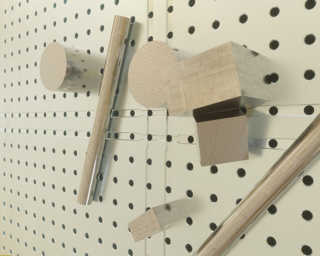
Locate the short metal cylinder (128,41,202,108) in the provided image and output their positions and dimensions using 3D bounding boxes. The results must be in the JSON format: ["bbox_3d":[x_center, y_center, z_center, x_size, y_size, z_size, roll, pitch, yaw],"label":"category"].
[{"bbox_3d":[0.006,-0.064,0.388,0.080,0.050,0.080,0,90,40],"label":"short metal cylinder"}]

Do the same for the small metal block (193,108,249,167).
[{"bbox_3d":[0.064,0.010,0.329,0.050,0.025,0.050,-9,110,0],"label":"small metal block"}]

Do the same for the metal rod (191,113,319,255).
[{"bbox_3d":[0.101,0.079,0.325,0.025,0.025,0.298,47,118,29],"label":"metal rod"}]

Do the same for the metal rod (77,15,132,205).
[{"bbox_3d":[-0.089,-0.020,0.483,0.025,0.025,0.298,23,104,37],"label":"metal rod"}]

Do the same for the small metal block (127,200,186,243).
[{"bbox_3d":[-0.004,0.119,0.397,0.050,0.050,0.025,-41,65,32],"label":"small metal block"}]

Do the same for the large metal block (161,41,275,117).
[{"bbox_3d":[0.061,-0.044,0.323,0.080,0.081,0.050,-15,81,39],"label":"large metal block"}]

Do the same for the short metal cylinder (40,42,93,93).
[{"bbox_3d":[-0.159,-0.101,0.525,0.080,0.050,0.080,0,90,40],"label":"short metal cylinder"}]
